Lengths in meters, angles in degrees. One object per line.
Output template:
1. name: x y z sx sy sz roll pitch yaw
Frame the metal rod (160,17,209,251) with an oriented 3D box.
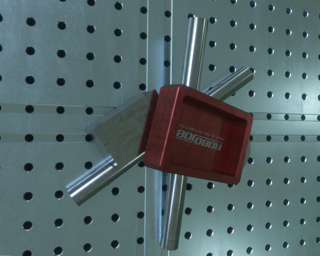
1. metal rod: 0.030 0.013 0.401 0.025 0.025 0.298 4 98 -20

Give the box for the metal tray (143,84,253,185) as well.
1. metal tray: 0.049 0.012 0.354 0.131 0.030 0.090 17 84 -38

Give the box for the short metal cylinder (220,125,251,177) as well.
1. short metal cylinder: 0.076 0.026 0.428 0.081 0.050 0.079 0 90 -21

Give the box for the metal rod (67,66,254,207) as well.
1. metal rod: 0.012 0.002 0.419 0.301 0.025 0.025 -35 102 -17

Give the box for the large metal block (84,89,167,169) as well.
1. large metal block: -0.038 0.000 0.370 0.080 0.080 0.050 -36 102 -17
